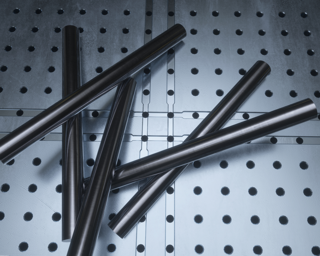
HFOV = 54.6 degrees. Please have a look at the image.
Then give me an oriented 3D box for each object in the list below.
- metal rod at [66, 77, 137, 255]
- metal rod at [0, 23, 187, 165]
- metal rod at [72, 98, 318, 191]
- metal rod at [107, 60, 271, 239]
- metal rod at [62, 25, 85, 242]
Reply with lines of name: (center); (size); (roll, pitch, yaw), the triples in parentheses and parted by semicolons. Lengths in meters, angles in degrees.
metal rod: (-0.066, 0.058, 0.351); (0.025, 0.025, 0.300); (8, 55, 3)
metal rod: (-0.073, -0.058, 0.399); (0.025, 0.025, 0.301); (43, 63, 14)
metal rod: (0.033, 0.029, 0.369); (0.301, 0.025, 0.025); (-20, 71, 5)
metal rod: (0.047, 0.018, 0.405); (0.025, 0.025, 0.301); (40, 75, 13)
metal rod: (-0.113, -0.013, 0.398); (0.025, 0.025, 0.299); (-8, 64, -3)
